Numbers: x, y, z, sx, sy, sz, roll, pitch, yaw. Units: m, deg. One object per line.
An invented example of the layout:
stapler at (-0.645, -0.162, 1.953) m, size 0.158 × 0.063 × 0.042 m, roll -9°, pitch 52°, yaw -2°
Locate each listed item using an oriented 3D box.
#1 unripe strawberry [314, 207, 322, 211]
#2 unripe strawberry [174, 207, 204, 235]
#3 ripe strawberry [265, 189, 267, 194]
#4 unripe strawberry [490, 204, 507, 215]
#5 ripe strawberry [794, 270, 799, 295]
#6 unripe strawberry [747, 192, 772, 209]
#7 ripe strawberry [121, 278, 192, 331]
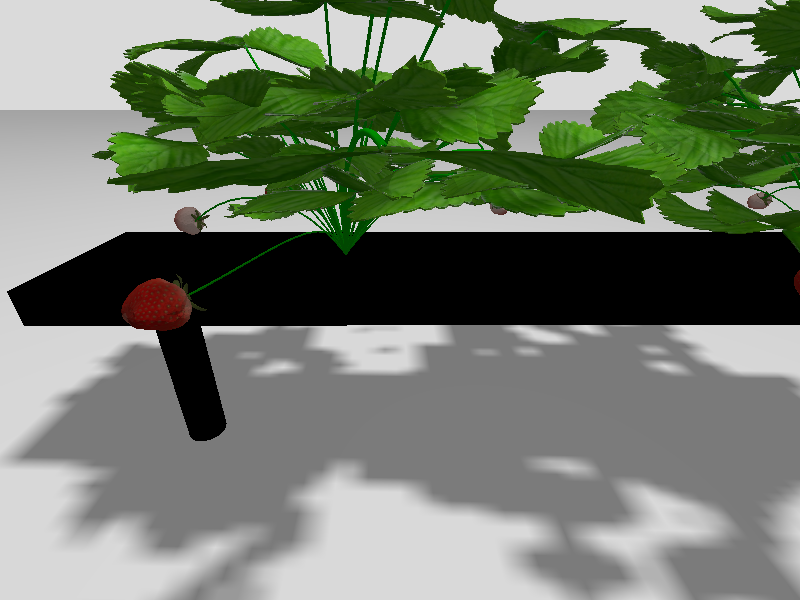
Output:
unripe strawberry at (-0.108, -0.127, 0.511) m, size 0.024 × 0.026 × 0.027 m, roll -9°, pitch 14°, yaw -17°
unripe strawberry at (-0.224, -0.083, 0.422) m, size 0.030 × 0.029 × 0.028 m, roll 3°, pitch 26°, yaw 21°
ripe strawberry at (-0.157, -0.135, 0.511) m, size 0.032 × 0.037 × 0.035 m, roll -16°, pitch 31°, yaw -29°
unripe strawberry at (0.122, -0.113, 0.486) m, size 0.023 × 0.020 × 0.023 m, roll 30°, pitch -3°, yaw 45°
ripe strawberry at (0.289, -0.012, 0.273) m, size 0.033 × 0.035 × 0.031 m, roll -24°, pitch 35°, yaw -37°
unripe strawberry at (0.458, -0.126, 0.511) m, size 0.024 × 0.021 × 0.024 m, roll 9°, pitch 3°, yaw 17°
ripe strawberry at (-0.148, 0.005, 0.242) m, size 0.037 × 0.033 × 0.034 m, roll 18°, pitch 33°, yaw 31°
